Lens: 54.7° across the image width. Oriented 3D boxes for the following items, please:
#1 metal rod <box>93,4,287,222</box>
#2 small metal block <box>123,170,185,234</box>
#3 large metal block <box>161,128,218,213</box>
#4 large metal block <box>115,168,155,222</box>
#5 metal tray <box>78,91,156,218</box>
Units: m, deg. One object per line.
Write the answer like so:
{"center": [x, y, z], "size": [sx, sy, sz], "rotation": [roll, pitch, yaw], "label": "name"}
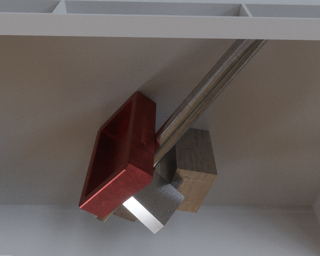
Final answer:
{"center": [0.022, -0.006, 0.344], "size": [0.025, 0.025, 0.299], "rotation": [34, 105, -26], "label": "metal rod"}
{"center": [-0.006, 0.087, 0.367], "size": [0.050, 0.050, 0.025], "rotation": [42, 133, 6], "label": "small metal block"}
{"center": [0.035, 0.055, 0.420], "size": [0.050, 0.080, 0.079], "rotation": [10, 129, -9], "label": "large metal block"}
{"center": [-0.054, 0.073, 0.434], "size": [0.080, 0.080, 0.050], "rotation": [29, 124, -23], "label": "large metal block"}
{"center": [-0.046, 0.026, 0.360], "size": [0.030, 0.130, 0.090], "rotation": [34, 123, -24], "label": "metal tray"}
